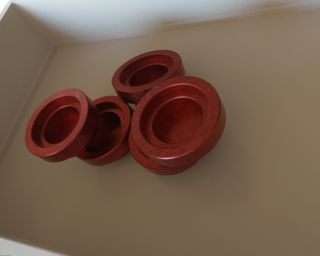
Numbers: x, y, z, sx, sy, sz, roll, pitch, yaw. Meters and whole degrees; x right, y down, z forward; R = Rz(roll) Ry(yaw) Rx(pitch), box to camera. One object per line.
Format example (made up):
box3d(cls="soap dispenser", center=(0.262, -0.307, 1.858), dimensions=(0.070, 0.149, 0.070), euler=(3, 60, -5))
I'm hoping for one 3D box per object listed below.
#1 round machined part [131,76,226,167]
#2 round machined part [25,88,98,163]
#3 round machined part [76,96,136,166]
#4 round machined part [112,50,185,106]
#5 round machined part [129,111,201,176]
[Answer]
box3d(cls="round machined part", center=(0.022, -0.004, 0.331), dimensions=(0.098, 0.042, 0.098), euler=(-13, 56, 21))
box3d(cls="round machined part", center=(-0.122, 0.000, 0.403), dimensions=(0.098, 0.042, 0.098), euler=(-13, 56, 21))
box3d(cls="round machined part", center=(-0.073, 0.007, 0.427), dimensions=(0.098, 0.042, 0.098), euler=(-13, 56, 21))
box3d(cls="round machined part", center=(-0.013, -0.063, 0.426), dimensions=(0.098, 0.042, 0.098), euler=(-13, 39, 12))
box3d(cls="round machined part", center=(0.015, 0.013, 0.378), dimensions=(0.098, 0.042, 0.098), euler=(-13, 56, 21))
